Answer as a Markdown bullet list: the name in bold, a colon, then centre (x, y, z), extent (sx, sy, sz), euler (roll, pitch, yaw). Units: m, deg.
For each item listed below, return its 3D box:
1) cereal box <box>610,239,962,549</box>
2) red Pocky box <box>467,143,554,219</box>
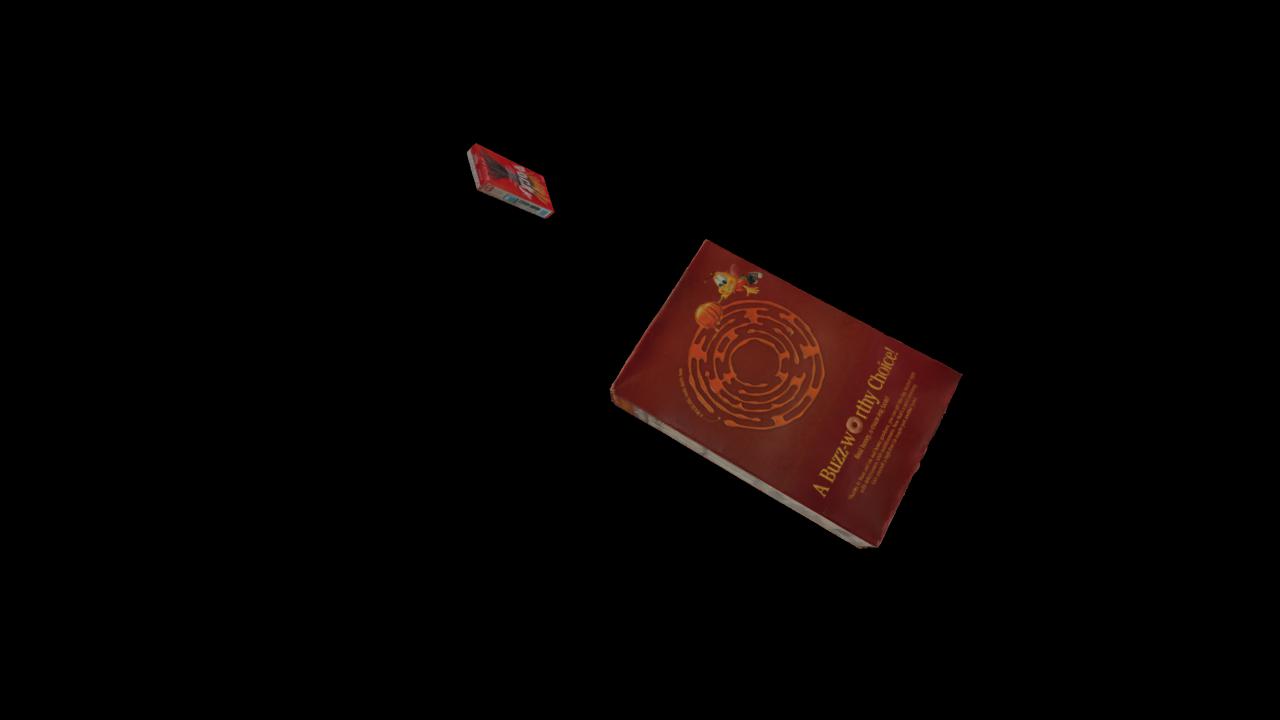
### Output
- **cereal box**: centre (0.147, 0.031, 0.654), extent (0.306, 0.203, 0.081), euler (29, -14, 10)
- **red Pocky box**: centre (-0.213, -0.296, 1.028), extent (0.028, 0.083, 0.155), euler (-32, -24, 29)
